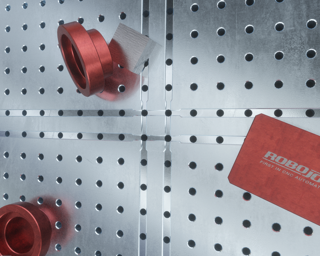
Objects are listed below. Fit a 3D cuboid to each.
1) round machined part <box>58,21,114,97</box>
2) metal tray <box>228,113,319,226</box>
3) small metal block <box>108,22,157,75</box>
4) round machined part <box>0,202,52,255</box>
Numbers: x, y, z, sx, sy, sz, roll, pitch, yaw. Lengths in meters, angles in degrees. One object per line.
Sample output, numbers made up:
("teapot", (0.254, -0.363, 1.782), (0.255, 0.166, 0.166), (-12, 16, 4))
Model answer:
("round machined part", (-0.097, -0.095, 0.418), (0.042, 0.098, 0.098), (-26, 79, -23))
("metal tray", (0.156, 0.048, 0.355), (0.130, 0.030, 0.089), (24, 98, 18))
("small metal block", (-0.041, -0.108, 0.426), (0.050, 0.025, 0.050), (32, 100, 16))
("round machined part", (-0.208, 0.161, 0.475), (0.098, 0.042, 0.097), (0, 90, 19))
